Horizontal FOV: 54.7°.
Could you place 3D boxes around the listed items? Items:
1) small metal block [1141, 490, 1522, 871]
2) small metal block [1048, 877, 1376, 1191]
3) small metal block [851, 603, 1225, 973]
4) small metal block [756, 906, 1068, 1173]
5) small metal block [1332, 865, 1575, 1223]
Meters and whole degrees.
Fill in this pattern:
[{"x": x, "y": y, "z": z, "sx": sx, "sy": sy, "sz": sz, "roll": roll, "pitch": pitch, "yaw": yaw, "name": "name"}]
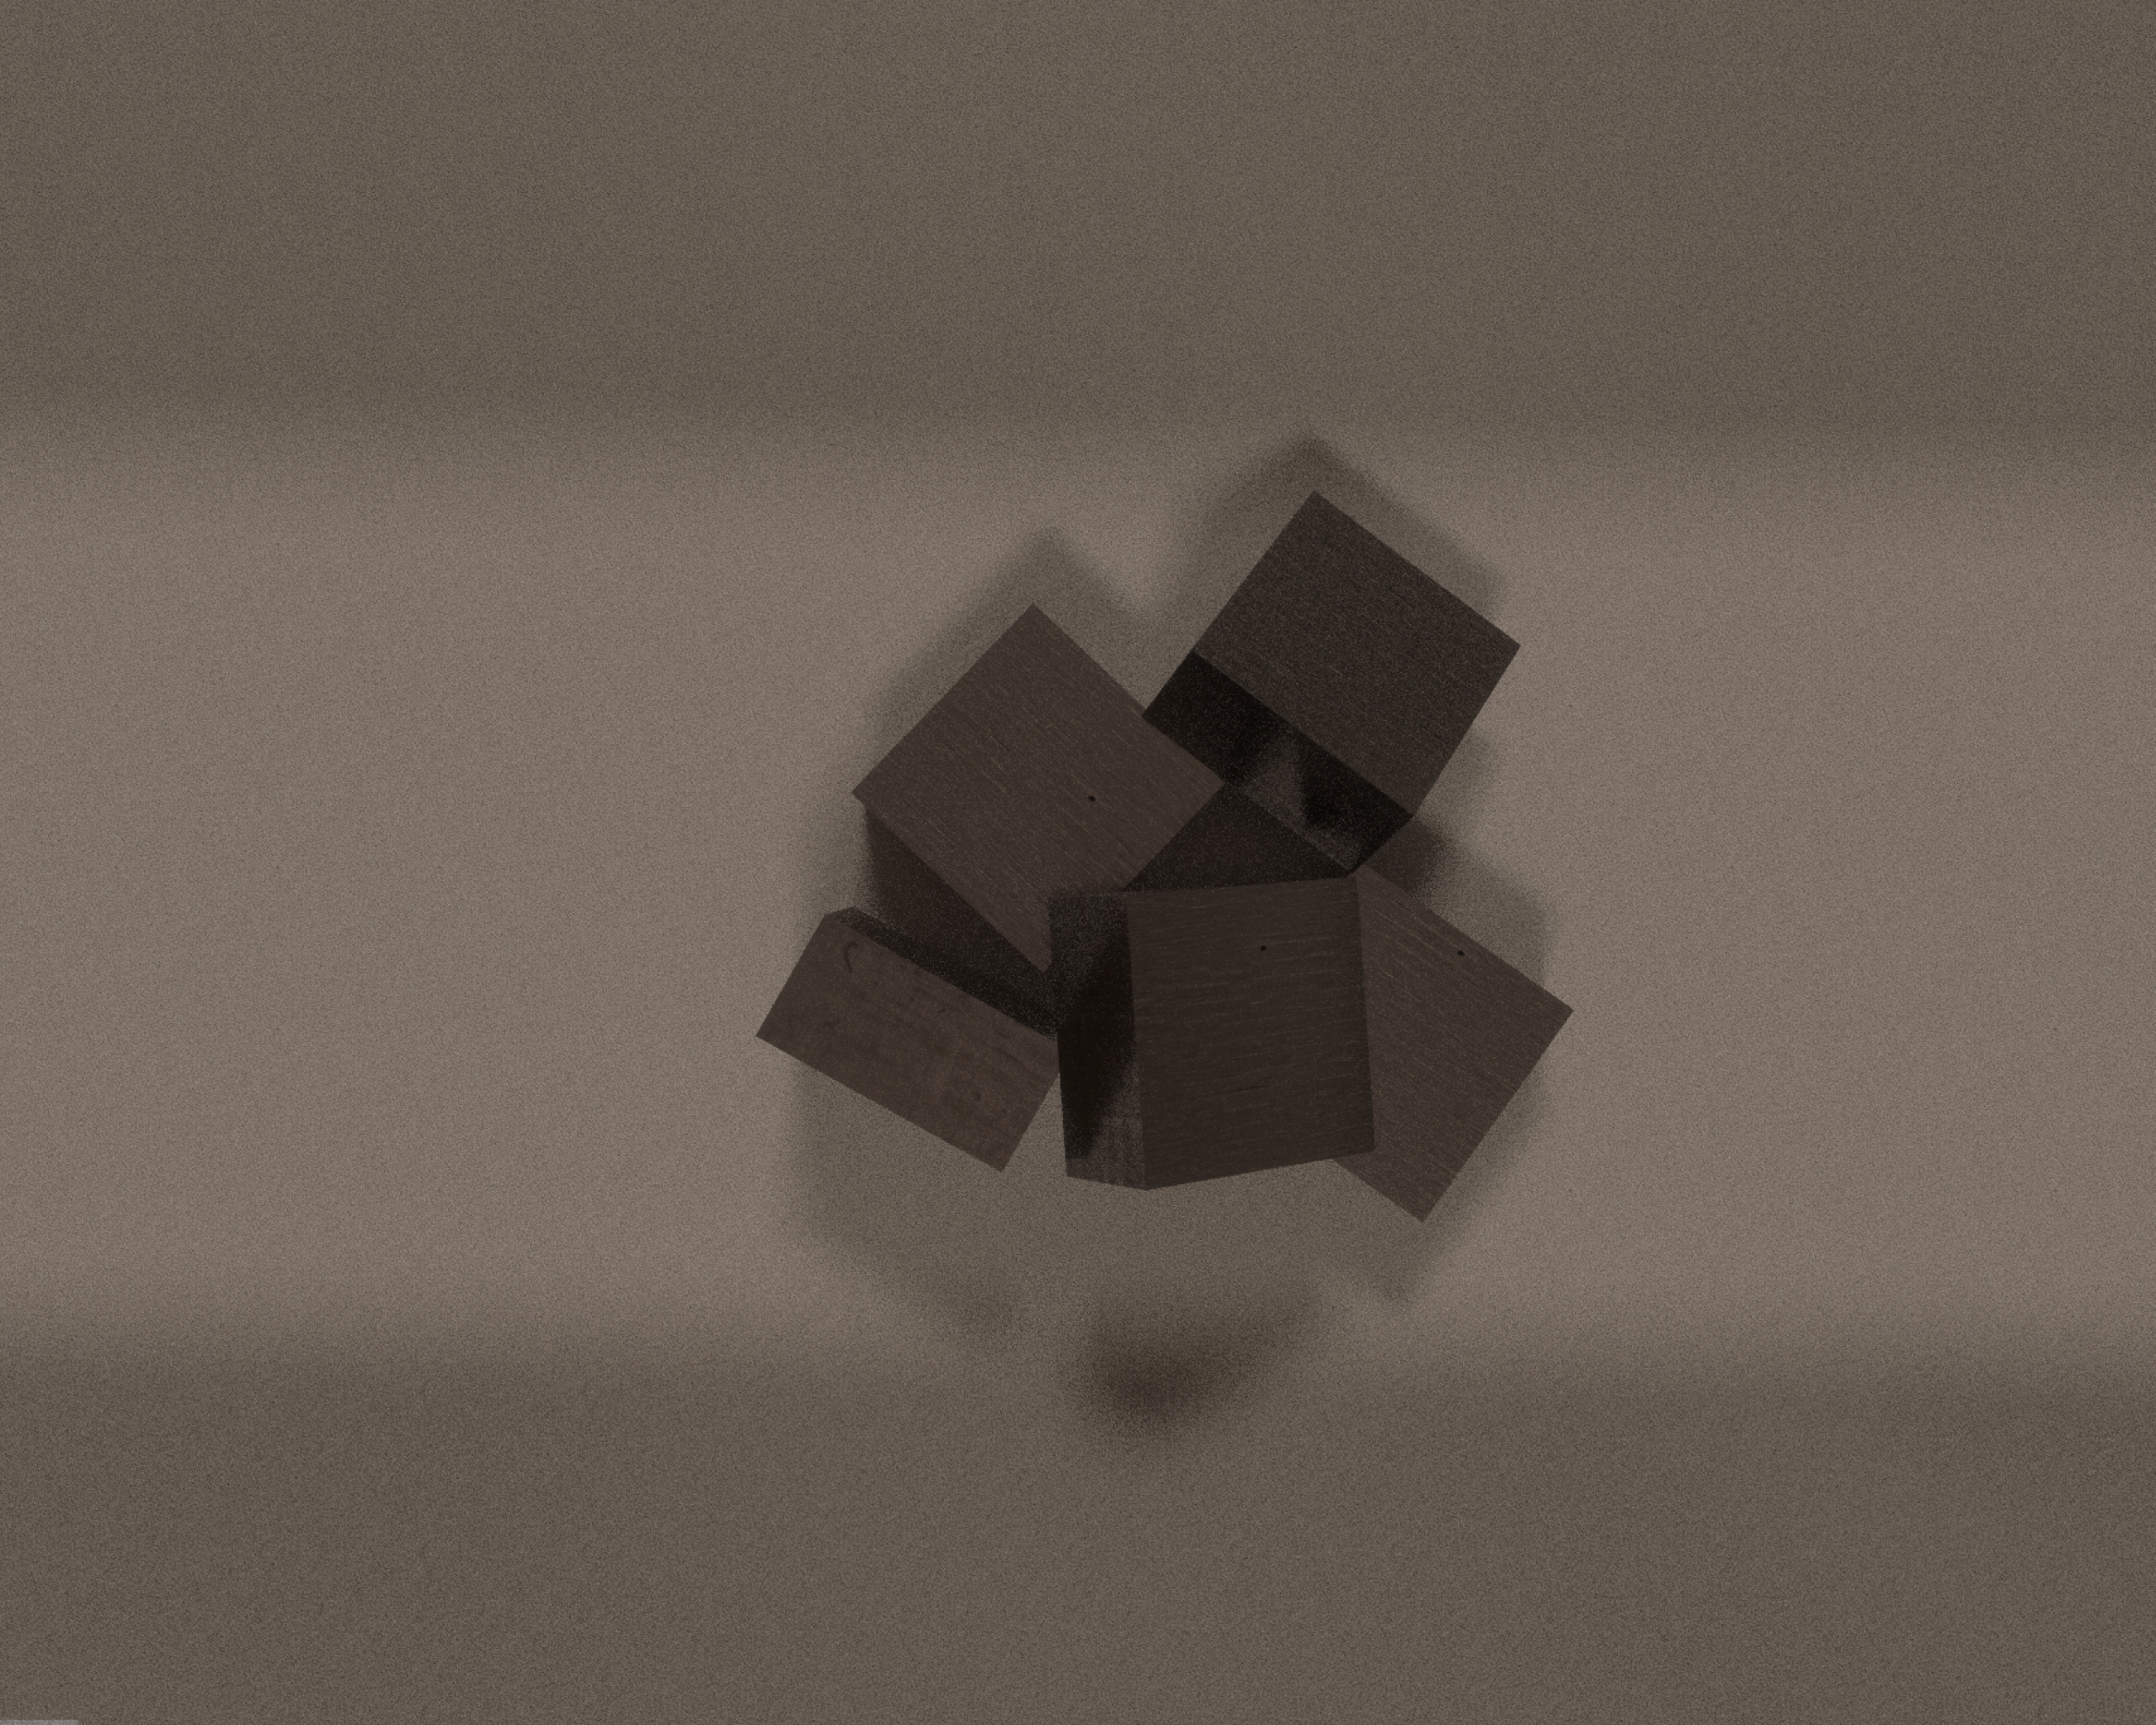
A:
[{"x": 0.049, "y": -0.035, "z": 0.399, "sx": 0.050, "sy": 0.025, "sz": 0.050, "roll": 37, "pitch": 57, "yaw": -1, "name": "small metal block"}, {"x": 0.024, "y": 0.029, "z": 0.374, "sx": 0.050, "sy": 0.025, "sz": 0.050, "roll": -4, "pitch": 90, "yaw": -33, "name": "small metal block"}, {"x": -0.008, "y": -0.014, "z": 0.409, "sx": 0.050, "sy": 0.025, "sz": 0.050, "roll": 44, "pitch": 90, "yaw": -1, "name": "small metal block"}, {"x": -0.029, "y": 0.032, "z": 0.396, "sx": 0.050, "sy": 0.050, "sz": 0.025, "roll": 29, "pitch": 90, "yaw": -1, "name": "small metal block"}, {"x": 0.060, "y": 0.034, "z": 0.410, "sx": 0.050, "sy": 0.025, "sz": 0.050, "roll": 35, "pitch": 90, "yaw": -1, "name": "small metal block"}]
